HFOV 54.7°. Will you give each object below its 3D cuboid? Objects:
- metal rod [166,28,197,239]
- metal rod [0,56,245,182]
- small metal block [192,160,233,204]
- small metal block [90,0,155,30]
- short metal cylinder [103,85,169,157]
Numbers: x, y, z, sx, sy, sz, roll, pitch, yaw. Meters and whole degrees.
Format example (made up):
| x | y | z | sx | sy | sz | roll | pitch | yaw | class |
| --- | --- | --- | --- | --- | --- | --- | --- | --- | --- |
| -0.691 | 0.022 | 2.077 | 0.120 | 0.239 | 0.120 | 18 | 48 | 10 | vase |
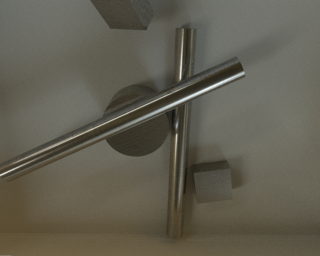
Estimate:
| x | y | z | sx | sy | sz | roll | pitch | yaw | class |
| --- | --- | --- | --- | --- | --- | --- | --- | --- | --- |
| 0.027 | 0.021 | 0.419 | 0.025 | 0.025 | 0.298 | 1 | 110 | -1 | metal rod |
| -0.050 | -0.006 | 0.355 | 0.301 | 0.025 | 0.025 | -24 | 109 | 8 | metal rod |
| 0.074 | 0.077 | 0.441 | 0.050 | 0.025 | 0.050 | -8 | 110 | 2 | small metal block |
| -0.041 | -0.134 | 0.336 | 0.050 | 0.050 | 0.025 | 12 | 70 | 29 | small metal block |
| -0.030 | -0.010 | 0.394 | 0.081 | 0.050 | 0.079 | 0 | 110 | -1 | short metal cylinder |
